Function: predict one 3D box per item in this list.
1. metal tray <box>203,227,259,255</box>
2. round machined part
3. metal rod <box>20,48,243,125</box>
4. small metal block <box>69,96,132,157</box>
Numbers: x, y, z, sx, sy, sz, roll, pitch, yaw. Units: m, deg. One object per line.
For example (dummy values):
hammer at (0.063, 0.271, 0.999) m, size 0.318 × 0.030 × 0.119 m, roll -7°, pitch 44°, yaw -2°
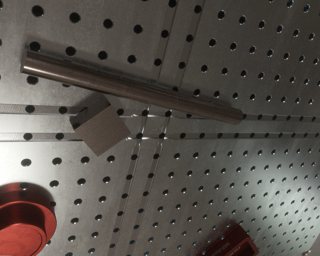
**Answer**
metal tray at (0.143, 0.278, 0.661) m, size 0.130 × 0.030 × 0.090 m, roll -37°, pitch 130°, yaw -4°
round machined part at (-0.179, 0.129, 0.383) m, size 0.099 × 0.042 × 0.097 m, roll -14°, pitch 125°, yaw -21°
metal rod at (-0.008, -0.041, 0.382) m, size 0.302 × 0.025 × 0.025 m, roll 11°, pitch 113°, yaw -34°
small metal block at (-0.071, -0.001, 0.373) m, size 0.050 × 0.025 × 0.050 m, roll -36°, pitch 129°, yaw -5°
